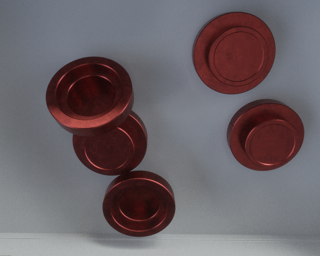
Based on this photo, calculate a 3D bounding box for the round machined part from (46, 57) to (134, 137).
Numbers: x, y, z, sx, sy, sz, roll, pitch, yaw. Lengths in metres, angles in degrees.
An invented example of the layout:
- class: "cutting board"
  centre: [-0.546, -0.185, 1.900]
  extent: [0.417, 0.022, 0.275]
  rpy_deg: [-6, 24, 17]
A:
- class: "round machined part"
  centre: [-0.080, -0.034, 0.371]
  extent: [0.099, 0.098, 0.042]
  rpy_deg: [-3, 154, 1]

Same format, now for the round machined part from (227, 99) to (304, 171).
- class: "round machined part"
  centre: [0.141, 0.014, 0.409]
  extent: [0.099, 0.042, 0.097]
  rpy_deg: [0, 110, 0]

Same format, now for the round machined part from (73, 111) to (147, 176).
- class: "round machined part"
  centre: [-0.066, 0.021, 0.409]
  extent: [0.099, 0.042, 0.097]
  rpy_deg: [0, 110, 0]

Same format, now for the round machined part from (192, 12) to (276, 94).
- class: "round machined part"
  centre: [0.089, -0.087, 0.371]
  extent: [0.099, 0.042, 0.097]
  rpy_deg: [0, 110, 0]

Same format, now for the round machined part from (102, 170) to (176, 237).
- class: "round machined part"
  centre: [-0.029, 0.101, 0.437]
  extent: [0.099, 0.042, 0.097]
  rpy_deg: [-1, 113, -1]
